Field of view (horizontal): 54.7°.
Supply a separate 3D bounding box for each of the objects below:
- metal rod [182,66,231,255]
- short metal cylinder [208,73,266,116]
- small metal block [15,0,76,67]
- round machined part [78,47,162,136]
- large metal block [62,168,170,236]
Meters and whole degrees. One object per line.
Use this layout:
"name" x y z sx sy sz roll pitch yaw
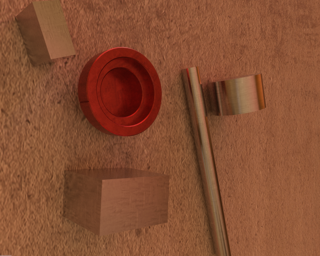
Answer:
"metal rod" 0.072 0.058 0.467 0.025 0.025 0.298 -19 102 -39
"short metal cylinder" 0.116 -0.051 0.469 0.081 0.080 0.050 -18 102 -39
"small metal block" -0.110 -0.089 0.297 0.025 0.050 0.050 -24 106 -38
"round machined part" -0.049 -0.040 0.354 0.099 0.042 0.097 0 90 -40
"large metal block" -0.048 0.073 0.331 0.081 0.080 0.050 4 88 -40
